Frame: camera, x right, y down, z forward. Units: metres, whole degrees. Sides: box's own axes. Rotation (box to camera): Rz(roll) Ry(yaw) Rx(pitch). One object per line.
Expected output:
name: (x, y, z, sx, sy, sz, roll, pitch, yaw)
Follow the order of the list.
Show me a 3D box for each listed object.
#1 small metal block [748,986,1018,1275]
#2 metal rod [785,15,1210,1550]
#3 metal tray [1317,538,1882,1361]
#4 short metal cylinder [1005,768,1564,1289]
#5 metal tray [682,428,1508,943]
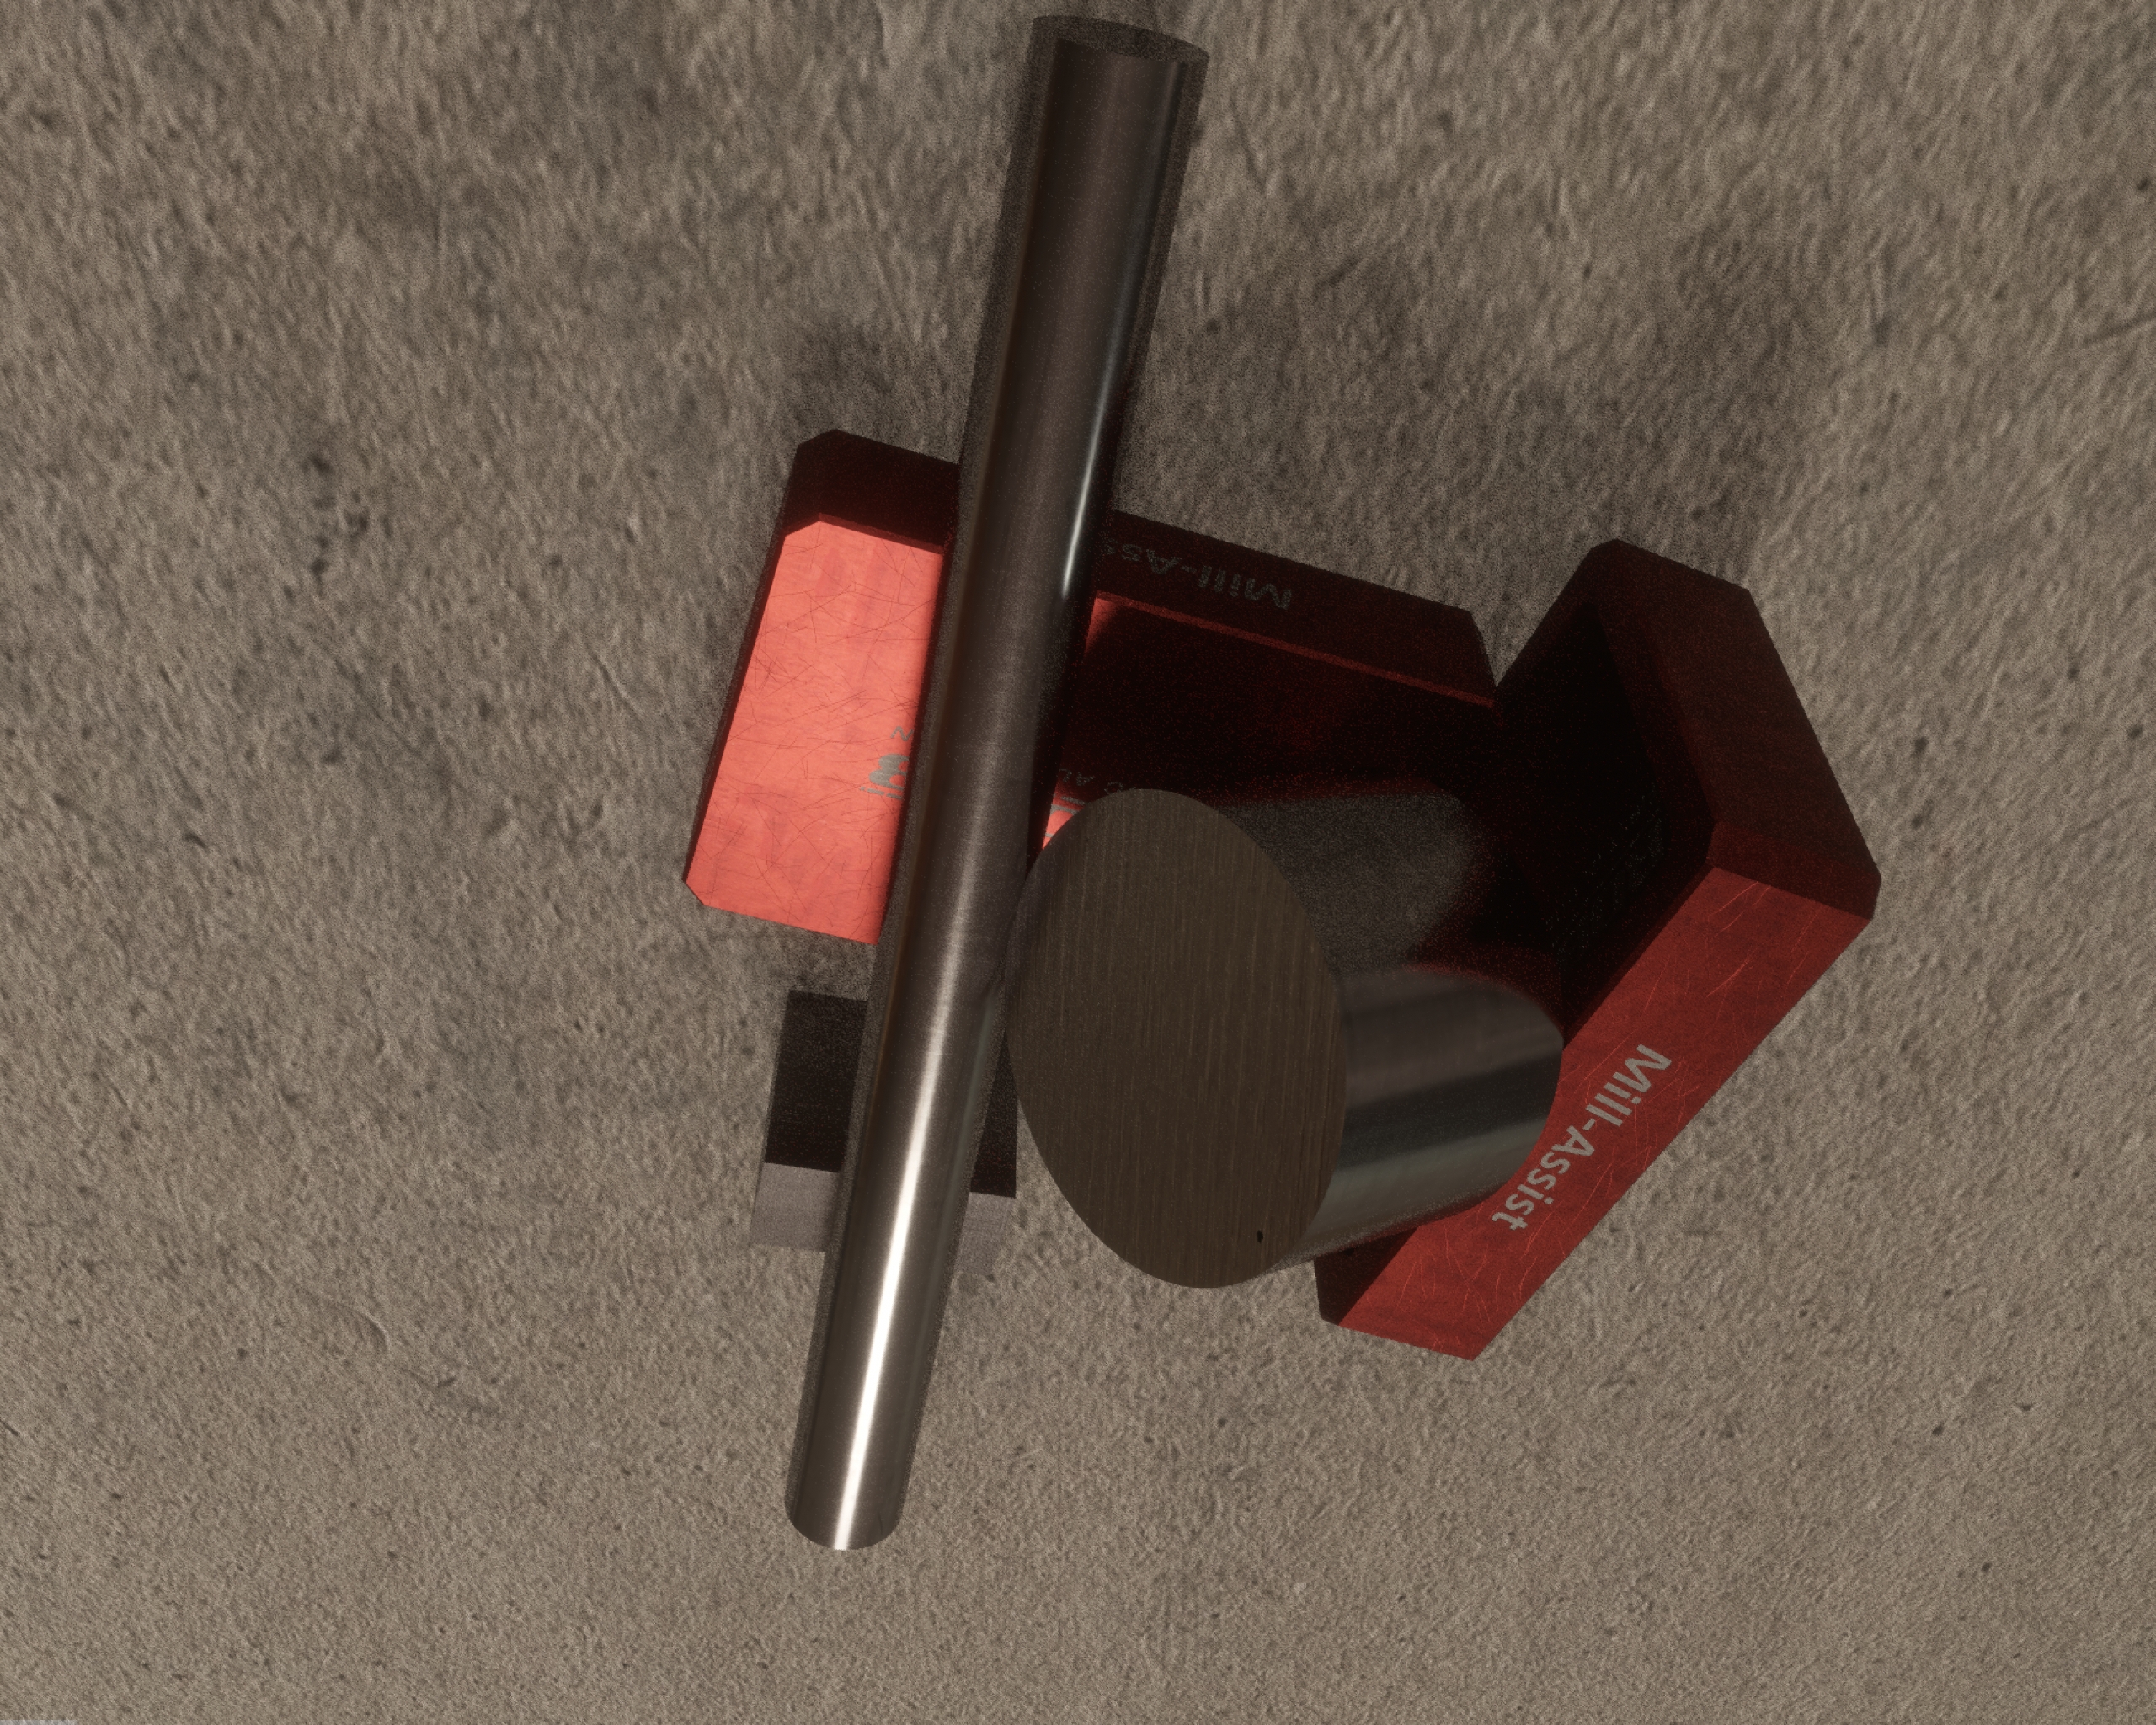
small metal block: (-0.040, 0.056, 0.439, 0.050, 0.050, 0.025, 10, 129, -9)
metal rod: (-0.022, 0.010, 0.366, 0.025, 0.025, 0.298, 8, 121, -7)
metal tray: (0.084, 0.018, 0.382, 0.030, 0.090, 0.129, 18, 128, -15)
short metal cylinder: (0.032, 0.025, 0.347, 0.050, 0.080, 0.079, -7, 140, -39)
metal tray: (0.001, -0.019, 0.388, 0.131, 0.030, 0.089, 14, 129, -12)
